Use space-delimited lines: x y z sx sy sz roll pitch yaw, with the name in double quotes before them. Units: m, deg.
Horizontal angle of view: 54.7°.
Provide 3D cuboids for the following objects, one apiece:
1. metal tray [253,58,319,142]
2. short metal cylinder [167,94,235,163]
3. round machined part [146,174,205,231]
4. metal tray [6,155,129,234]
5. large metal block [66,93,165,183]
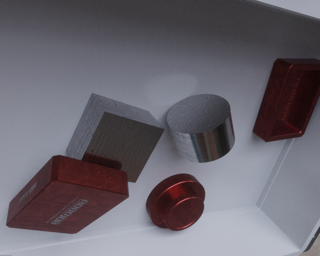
"metal tray" 0.208 -0.044 0.494 0.091 0.030 0.129 -6 121 -26
"short metal cylinder" 0.054 -0.001 0.404 0.080 0.080 0.050 -28 128 -11
"round machined part" 0.031 0.124 0.494 0.099 0.042 0.097 -14 125 -21
"metal tray" -0.109 0.084 0.361 0.091 0.030 0.129 21 134 -35
"large metal block" -0.055 0.014 0.373 0.081 0.050 0.080 17 110 -35
